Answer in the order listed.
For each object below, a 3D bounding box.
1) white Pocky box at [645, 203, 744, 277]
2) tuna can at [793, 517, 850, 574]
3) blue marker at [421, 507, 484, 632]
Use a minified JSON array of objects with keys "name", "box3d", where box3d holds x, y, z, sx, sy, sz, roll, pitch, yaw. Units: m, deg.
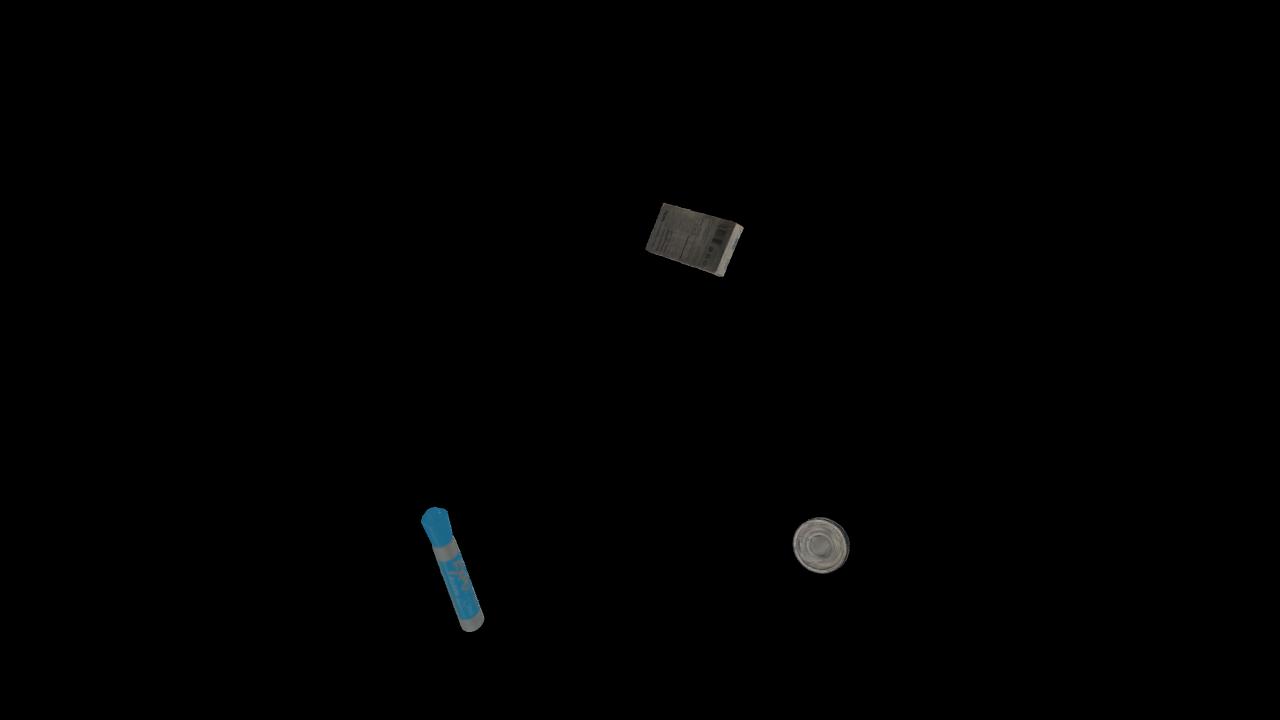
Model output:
[{"name":"white Pocky box","box3d":[0.081,-0.189,0.961,0.154,0.084,0.028,27,8,40]},{"name":"tuna can","box3d":[0.282,0.288,0.957,0.084,0.084,0.034,0,-11,23]},{"name":"blue marker","box3d":[-0.140,0.158,0.462,0.020,0.121,0.020,-5,30,3]}]
